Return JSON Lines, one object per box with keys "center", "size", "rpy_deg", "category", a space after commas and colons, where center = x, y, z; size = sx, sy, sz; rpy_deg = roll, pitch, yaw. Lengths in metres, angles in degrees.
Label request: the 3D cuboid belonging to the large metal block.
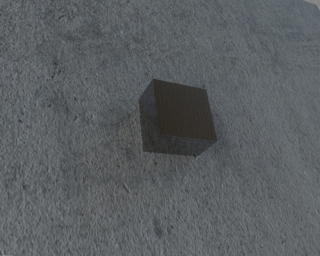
{"center": [0.021, -0.011, 0.409], "size": [0.081, 0.050, 0.080], "rpy_deg": [8, 58, -25], "category": "large metal block"}
